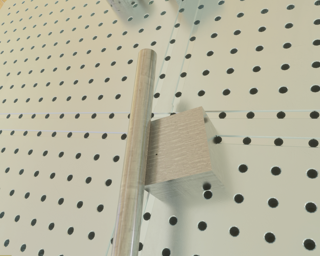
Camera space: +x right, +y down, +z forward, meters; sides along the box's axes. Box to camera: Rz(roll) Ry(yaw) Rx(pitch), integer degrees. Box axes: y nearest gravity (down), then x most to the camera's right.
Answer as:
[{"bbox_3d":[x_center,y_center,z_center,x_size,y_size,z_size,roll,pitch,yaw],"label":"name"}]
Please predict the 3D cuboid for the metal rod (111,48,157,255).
[{"bbox_3d":[-0.026,0.033,0.337,0.025,0.025,0.299,-10,57,23],"label":"metal rod"}]

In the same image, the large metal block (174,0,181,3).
[{"bbox_3d":[0.034,-0.278,0.526,0.080,0.080,0.050,-38,51,3],"label":"large metal block"}]

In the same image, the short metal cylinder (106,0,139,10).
[{"bbox_3d":[-0.077,-0.278,0.603,0.080,0.050,0.080,-13,56,21],"label":"short metal cylinder"}]

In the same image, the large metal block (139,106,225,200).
[{"bbox_3d":[0.024,0.031,0.361,0.080,0.050,0.080,-16,55,19],"label":"large metal block"}]
